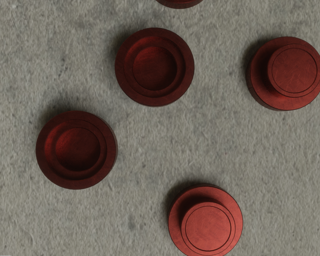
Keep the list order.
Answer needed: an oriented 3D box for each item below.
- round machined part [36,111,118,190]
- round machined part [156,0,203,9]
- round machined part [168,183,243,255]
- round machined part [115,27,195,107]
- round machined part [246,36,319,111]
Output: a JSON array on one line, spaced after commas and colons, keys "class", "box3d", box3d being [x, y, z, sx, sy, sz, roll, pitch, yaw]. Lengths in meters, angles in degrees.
[{"class": "round machined part", "box3d": [-0.103, 0.027, 0.400, 0.099, 0.042, 0.097, 0, 90, -1]}, {"class": "round machined part", "box3d": [0.026, -0.211, 0.402, 0.099, 0.042, 0.097, 0, 90, -1]}, {"class": "round machined part", "box3d": [0.060, 0.124, 0.402, 0.099, 0.042, 0.097, 0, 90, -1]}, {"class": "round machined part", "box3d": [-0.007, -0.075, 0.401, 0.099, 0.042, 0.097, 0, 90, -1]}, {"class": "round machined part", "box3d": [0.167, -0.071, 0.404, 0.099, 0.042, 0.097, 0, 90, -1]}]
